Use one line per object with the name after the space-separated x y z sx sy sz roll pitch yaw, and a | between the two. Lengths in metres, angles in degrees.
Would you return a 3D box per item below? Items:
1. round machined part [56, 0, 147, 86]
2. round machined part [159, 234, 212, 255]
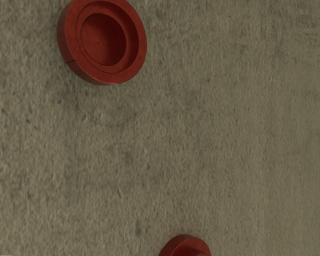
-0.066 -0.095 0.340 0.099 0.042 0.097 0 90 -40 | round machined part
0.041 0.203 0.431 0.099 0.042 0.097 0 90 -40 | round machined part
